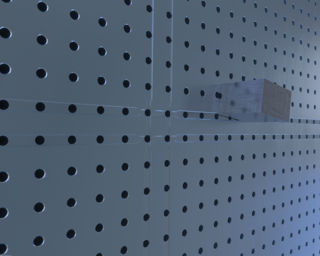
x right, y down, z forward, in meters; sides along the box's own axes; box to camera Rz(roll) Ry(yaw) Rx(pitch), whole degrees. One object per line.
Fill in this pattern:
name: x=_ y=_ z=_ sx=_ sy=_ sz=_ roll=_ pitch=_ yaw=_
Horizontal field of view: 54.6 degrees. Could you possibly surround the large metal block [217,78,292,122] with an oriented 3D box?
large metal block: x=0.152 y=-0.041 z=0.499 sx=0.081 sy=0.080 sz=0.050 roll=12 pitch=83 yaw=-39
